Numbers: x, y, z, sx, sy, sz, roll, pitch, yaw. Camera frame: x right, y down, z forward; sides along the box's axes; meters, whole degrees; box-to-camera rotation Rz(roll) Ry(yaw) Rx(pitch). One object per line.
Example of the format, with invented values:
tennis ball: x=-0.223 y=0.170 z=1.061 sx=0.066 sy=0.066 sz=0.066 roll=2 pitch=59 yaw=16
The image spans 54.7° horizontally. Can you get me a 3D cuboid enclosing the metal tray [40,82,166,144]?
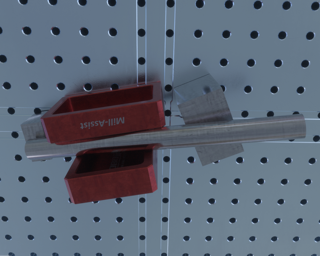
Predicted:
metal tray: x=-0.061 y=-0.021 z=0.369 sx=0.131 sy=0.090 sz=0.030 roll=-8 pitch=111 yaw=2

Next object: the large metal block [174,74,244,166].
large metal block: x=0.057 y=-0.013 z=0.379 sx=0.050 sy=0.080 sz=0.080 roll=-21 pitch=109 yaw=7

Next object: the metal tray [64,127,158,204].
metal tray: x=-0.050 y=0.036 z=0.370 sx=0.091 sy=0.130 sz=0.030 roll=-9 pitch=111 yaw=3

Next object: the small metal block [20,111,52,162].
small metal block: x=-0.151 y=0.009 z=0.401 sx=0.025 sy=0.050 sz=0.050 roll=-8 pitch=110 yaw=2

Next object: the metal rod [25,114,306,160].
metal rod: x=-0.005 y=0.012 z=0.337 sx=0.301 sy=0.025 sz=0.025 roll=-5 pitch=111 yaw=11
